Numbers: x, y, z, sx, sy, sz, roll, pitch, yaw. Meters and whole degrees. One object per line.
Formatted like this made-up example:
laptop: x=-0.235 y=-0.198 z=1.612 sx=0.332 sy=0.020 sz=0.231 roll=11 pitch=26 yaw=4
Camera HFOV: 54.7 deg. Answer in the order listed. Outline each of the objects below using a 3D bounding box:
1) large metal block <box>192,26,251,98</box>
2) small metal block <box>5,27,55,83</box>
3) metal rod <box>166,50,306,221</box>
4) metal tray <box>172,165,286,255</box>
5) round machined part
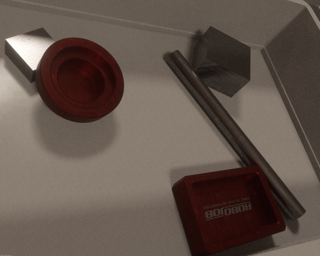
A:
large metal block: x=0.101 y=-0.109 z=0.513 sx=0.080 sy=0.050 sz=0.080 roll=23 pitch=53 yaw=-15
small metal block: x=-0.151 y=-0.090 z=0.380 sx=0.050 sy=0.025 sz=0.050 roll=48 pitch=51 yaw=5
metal rod: x=0.107 y=0.005 z=0.462 sx=0.025 sy=0.025 sz=0.299 roll=-29 pitch=78 yaw=-38
metal tray: x=0.088 y=0.100 z=0.390 sx=0.131 sy=0.030 sz=0.090 roll=-3 pitch=63 yaw=-30
round machined part: x=-0.096 y=-0.052 z=0.366 sx=0.099 sy=0.042 sz=0.098 roll=11 pitch=69 yaw=-32
